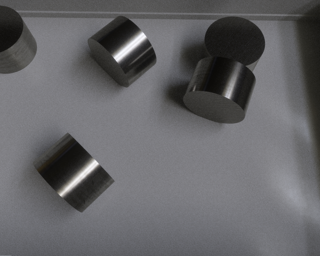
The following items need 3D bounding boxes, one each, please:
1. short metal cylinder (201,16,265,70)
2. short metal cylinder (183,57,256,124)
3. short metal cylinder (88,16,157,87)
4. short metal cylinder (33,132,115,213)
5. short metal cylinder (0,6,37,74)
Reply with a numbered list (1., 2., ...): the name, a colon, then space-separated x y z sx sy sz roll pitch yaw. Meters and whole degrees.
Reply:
1. short metal cylinder: 0.100 -0.108 0.436 0.081 0.050 0.080 0 70 0
2. short metal cylinder: 0.076 -0.047 0.398 0.080 0.080 0.050 20 71 7
3. short metal cylinder: -0.051 -0.101 0.417 0.050 0.080 0.080 -43 76 -14
4. short metal cylinder: -0.099 0.051 0.361 0.080 0.080 0.050 43 76 14
5. short metal cylinder: -0.225 -0.125 0.440 0.081 0.050 0.080 0 70 0
